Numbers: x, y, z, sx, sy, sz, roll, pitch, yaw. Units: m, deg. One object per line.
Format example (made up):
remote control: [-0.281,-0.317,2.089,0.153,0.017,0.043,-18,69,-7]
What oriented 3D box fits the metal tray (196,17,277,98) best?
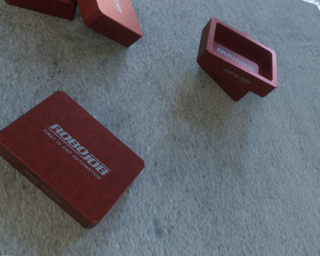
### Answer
metal tray: [0.127,-0.114,0.502,0.131,0.030,0.090,24,53,-14]

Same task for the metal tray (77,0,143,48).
metal tray: [-0.080,-0.189,0.448,0.090,0.030,0.130,12,53,-54]

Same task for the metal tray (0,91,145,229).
metal tray: [-0.092,0.031,0.333,0.130,0.030,0.090,41,51,-1]

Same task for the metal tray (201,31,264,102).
metal tray: [0.141,-0.113,0.547,0.090,0.030,0.131,47,51,4]

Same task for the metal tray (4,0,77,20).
metal tray: [-0.166,-0.222,0.448,0.091,0.030,0.130,8,58,-24]
